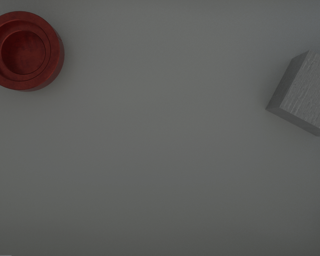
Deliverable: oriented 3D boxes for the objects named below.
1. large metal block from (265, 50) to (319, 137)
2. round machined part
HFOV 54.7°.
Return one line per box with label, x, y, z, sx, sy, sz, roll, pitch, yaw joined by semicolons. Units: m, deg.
large metal block;0.199;-0.042;0.402;0.080;0.050;0.080;28;90;-1
round machined part;-0.172;-0.095;0.401;0.099;0.042;0.097;0;90;-1
